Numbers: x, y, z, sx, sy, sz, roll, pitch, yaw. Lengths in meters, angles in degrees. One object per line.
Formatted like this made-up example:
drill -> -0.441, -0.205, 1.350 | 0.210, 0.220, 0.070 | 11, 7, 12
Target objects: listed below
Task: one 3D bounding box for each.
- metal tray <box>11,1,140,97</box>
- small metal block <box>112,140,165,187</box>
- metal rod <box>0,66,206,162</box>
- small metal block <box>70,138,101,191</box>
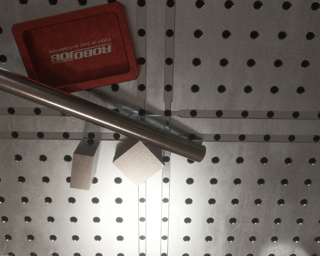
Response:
metal tray -> -0.097, -0.093, 0.375 | 0.131, 0.030, 0.089 | -11, 110, 3
small metal block -> -0.029, 0.045, 0.430 | 0.050, 0.025, 0.050 | -39, 106, 12
metal rod -> -0.077, -0.016, 0.382 | 0.302, 0.025, 0.025 | 21, 109, -18
small metal block -> -0.100, 0.048, 0.416 | 0.025, 0.050, 0.050 | 10, 110, -4
